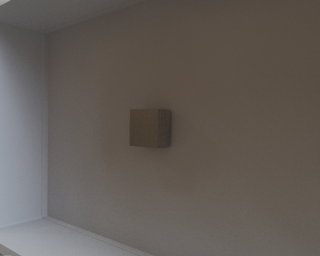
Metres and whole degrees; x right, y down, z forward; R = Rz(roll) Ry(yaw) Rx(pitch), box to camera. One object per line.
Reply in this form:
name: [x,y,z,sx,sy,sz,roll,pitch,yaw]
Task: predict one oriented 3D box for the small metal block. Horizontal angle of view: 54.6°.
small metal block: [-0.014,0.000,0.415,0.050,0.025,0.050,2,92,40]
